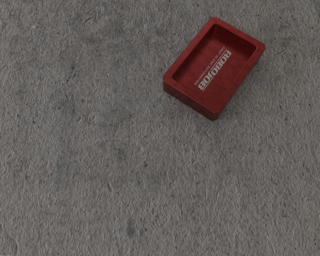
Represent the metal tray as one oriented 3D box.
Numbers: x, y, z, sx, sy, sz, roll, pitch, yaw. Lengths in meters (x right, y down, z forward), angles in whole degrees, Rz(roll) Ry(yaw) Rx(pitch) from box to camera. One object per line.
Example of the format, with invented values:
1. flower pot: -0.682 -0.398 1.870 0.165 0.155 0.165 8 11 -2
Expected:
1. metal tray: 0.076 -0.086 0.437 0.090 0.030 0.130 34 73 11
